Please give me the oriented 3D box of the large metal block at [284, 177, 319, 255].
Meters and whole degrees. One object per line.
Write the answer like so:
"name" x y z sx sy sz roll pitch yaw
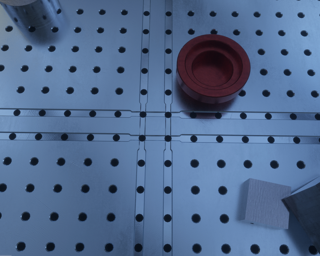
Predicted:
"large metal block" 0.206 0.094 0.353 0.081 0.050 0.080 -18 70 -30

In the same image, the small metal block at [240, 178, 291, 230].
"small metal block" 0.129 0.093 0.379 0.050 0.025 0.050 12 70 4

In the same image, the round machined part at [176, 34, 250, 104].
"round machined part" 0.071 -0.078 0.432 0.099 0.042 0.098 0 70 -1

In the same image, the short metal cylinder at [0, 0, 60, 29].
"short metal cylinder" -0.200 -0.199 0.469 0.081 0.050 0.080 0 70 0
